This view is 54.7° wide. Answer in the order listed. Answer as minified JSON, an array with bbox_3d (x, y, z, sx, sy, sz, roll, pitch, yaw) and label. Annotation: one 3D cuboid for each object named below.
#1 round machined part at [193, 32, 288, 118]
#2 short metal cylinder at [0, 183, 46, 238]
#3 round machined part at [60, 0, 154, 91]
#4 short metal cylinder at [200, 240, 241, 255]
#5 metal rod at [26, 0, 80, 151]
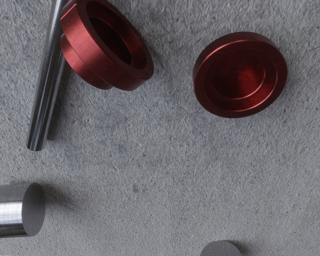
[{"bbox_3d":[0.085,-0.061,0.345,0.099,0.042,0.097,-1,130,0],"label":"round machined part"},{"bbox_3d":[-0.217,0.126,0.475,0.050,0.080,0.079,-4,130,3],"label":"short metal cylinder"},{"bbox_3d":[-0.054,-0.075,0.294,0.042,0.098,0.098,-34,123,25],"label":"round machined part"},{"bbox_3d":[0.121,0.269,0.602,0.080,0.080,0.050,-12,129,9],"label":"short metal cylinder"},{"bbox_3d":[-0.113,-0.082,0.335,0.025,0.025,0.298,17,128,-15],"label":"metal rod"}]
